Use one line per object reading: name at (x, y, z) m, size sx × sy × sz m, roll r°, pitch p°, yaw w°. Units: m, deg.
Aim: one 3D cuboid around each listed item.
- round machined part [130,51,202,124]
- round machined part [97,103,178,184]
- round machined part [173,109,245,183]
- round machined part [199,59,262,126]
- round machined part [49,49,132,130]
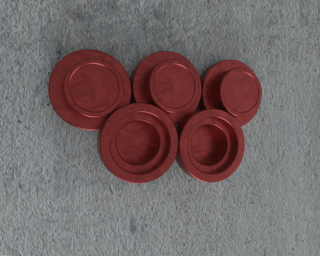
round machined part at (0.012, -0.053, 0.407) m, size 0.099 × 0.042 × 0.097 m, roll 0°, pitch 90°, yaw -21°
round machined part at (-0.030, 0.018, 0.391) m, size 0.099 × 0.042 × 0.097 m, roll 0°, pitch 90°, yaw -21°
round machined part at (0.063, 0.023, 0.426) m, size 0.099 × 0.042 × 0.097 m, roll 0°, pitch 90°, yaw -21°
round machined part at (0.105, -0.049, 0.441) m, size 0.099 × 0.042 × 0.097 m, roll 0°, pitch 90°, yaw -21°
round machined part at (-0.081, -0.046, 0.372) m, size 0.099 × 0.042 × 0.097 m, roll 0°, pitch 90°, yaw -21°
